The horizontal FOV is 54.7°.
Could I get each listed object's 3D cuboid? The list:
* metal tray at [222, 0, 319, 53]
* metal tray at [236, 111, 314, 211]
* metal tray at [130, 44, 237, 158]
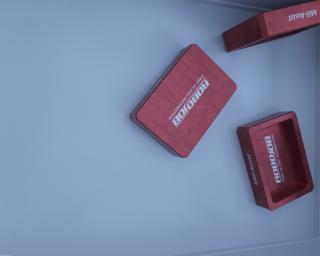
[{"bbox_3d":[0.167,-0.144,0.436,0.131,0.090,0.030,-19,97,-19],"label":"metal tray"},{"bbox_3d":[0.177,0.048,0.472,0.091,0.030,0.129,-19,96,-19],"label":"metal tray"},{"bbox_3d":[0.034,-0.036,0.420,0.090,0.030,0.130,41,77,-16],"label":"metal tray"}]
